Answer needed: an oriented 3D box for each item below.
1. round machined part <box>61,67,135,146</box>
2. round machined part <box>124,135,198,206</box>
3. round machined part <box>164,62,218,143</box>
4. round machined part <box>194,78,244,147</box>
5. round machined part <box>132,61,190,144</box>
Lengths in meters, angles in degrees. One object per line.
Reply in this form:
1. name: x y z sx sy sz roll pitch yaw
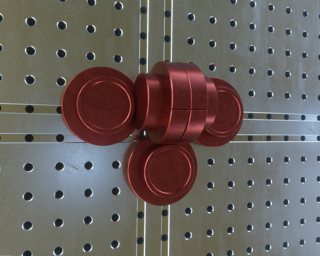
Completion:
1. round machined part: -0.069 -0.027 0.379 0.099 0.042 0.097 0 90 -21
2. round machined part: 0.006 0.054 0.407 0.099 0.042 0.097 0 90 -21
3. round machined part: 0.036 -0.031 0.382 0.042 0.098 0.097 -1 91 -20
4. round machined part: 0.076 -0.022 0.432 0.099 0.042 0.097 0 90 -21
5. round machined part: -0.005 -0.030 0.366 0.042 0.098 0.097 1 90 -20
